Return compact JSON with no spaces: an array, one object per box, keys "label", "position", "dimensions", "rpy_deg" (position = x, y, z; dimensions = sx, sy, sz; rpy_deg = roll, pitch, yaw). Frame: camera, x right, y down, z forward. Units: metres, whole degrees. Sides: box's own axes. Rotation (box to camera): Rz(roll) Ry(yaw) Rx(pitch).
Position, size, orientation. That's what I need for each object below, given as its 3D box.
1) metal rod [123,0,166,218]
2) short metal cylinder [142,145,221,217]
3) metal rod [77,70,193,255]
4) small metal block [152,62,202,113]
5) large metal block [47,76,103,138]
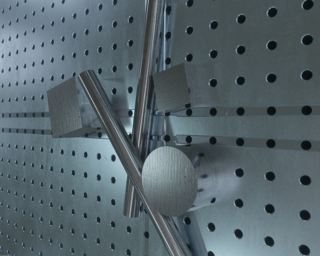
[{"label":"metal rod","position":[-0.022,-0.025,0.425],"dimensions":[0.025,0.025,0.298],"rpy_deg":[11,97,39]},{"label":"short metal cylinder","position":[0.025,0.060,0.371],"dimensions":[0.080,0.050,0.079],"rpy_deg":[0,90,39]},{"label":"metal rod","position":[-0.032,0.054,0.404],"dimensions":[0.025,0.025,0.299],"rpy_deg":[-37,77,34]},{"label":"small metal block","position":[0.021,-0.049,0.390],"dimensions":[0.050,0.025,0.050],"rpy_deg":[-14,81,38]},{"label":"large metal block","position":[-0.134,-0.031,0.501],"dimensions":[0.080,0.050,0.080],"rpy_deg":[-16,80,38]}]
